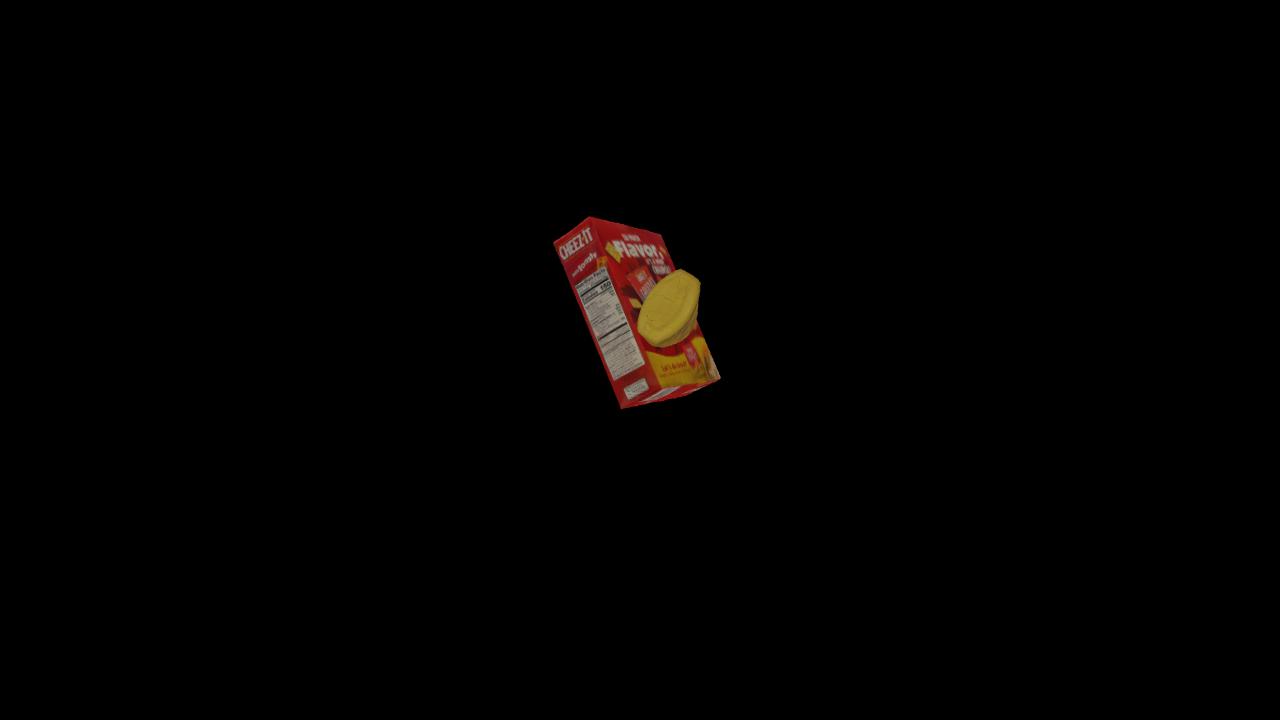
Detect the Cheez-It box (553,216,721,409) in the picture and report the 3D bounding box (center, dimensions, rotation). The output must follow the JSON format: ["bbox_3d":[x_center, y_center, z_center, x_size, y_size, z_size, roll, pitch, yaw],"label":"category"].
[{"bbox_3d":[0.001,-0.059,0.767,0.071,0.223,0.166,-28,-11,29],"label":"Cheez-It box"}]

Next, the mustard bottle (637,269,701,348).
[{"bbox_3d":[0.039,-0.044,0.761,0.054,0.092,0.184,27,-6,9],"label":"mustard bottle"}]
